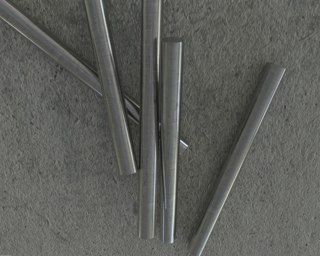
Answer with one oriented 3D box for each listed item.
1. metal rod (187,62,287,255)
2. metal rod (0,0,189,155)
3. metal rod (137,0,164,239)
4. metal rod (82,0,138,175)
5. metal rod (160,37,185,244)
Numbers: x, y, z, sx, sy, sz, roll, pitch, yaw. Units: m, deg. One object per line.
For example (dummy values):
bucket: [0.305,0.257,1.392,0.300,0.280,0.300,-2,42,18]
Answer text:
metal rod: [0.099,0.056,0.431,0.025,0.025,0.298,17,109,-6]
metal rod: [-0.084,-0.063,0.385,0.301,0.025,0.025,38,106,-13]
metal rod: [-0.013,-0.001,0.381,0.025,0.025,0.298,2,104,-1]
metal rod: [-0.064,-0.089,0.356,0.025,0.025,0.298,-9,103,3]
metal rod: [0.013,0.037,0.397,0.025,0.025,0.298,0,120,0]
